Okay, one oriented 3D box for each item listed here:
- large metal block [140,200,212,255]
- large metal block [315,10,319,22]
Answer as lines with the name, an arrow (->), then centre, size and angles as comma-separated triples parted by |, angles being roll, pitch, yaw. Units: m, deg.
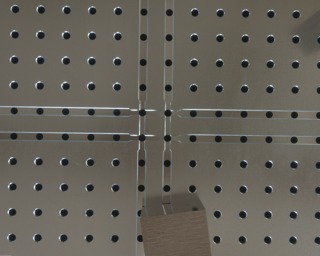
large metal block -> 0.021, 0.143, 0.401 | 0.081, 0.050, 0.079 | -7, 90, -1
large metal block -> 0.262, -0.158, 0.389 | 0.080, 0.080, 0.050 | -32, 90, 0
